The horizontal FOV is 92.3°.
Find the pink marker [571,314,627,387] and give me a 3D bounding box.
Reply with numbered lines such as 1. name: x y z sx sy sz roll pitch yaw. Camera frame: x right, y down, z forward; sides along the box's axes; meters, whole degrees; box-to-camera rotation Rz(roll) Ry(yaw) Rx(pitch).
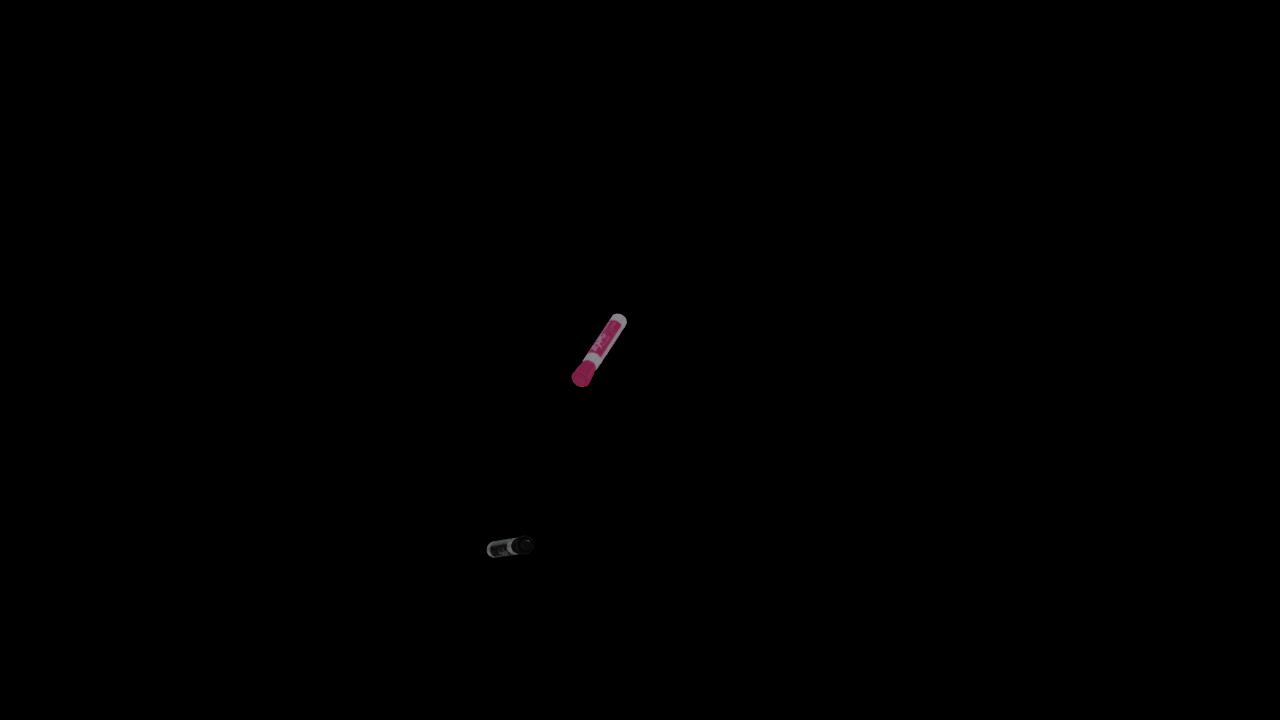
1. pink marker: -0.041 -0.011 0.639 0.020 0.020 0.121 0 33 21

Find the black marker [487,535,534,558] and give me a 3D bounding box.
1. black marker: -0.143 0.204 0.671 0.020 0.020 0.121 0 -17 -29
